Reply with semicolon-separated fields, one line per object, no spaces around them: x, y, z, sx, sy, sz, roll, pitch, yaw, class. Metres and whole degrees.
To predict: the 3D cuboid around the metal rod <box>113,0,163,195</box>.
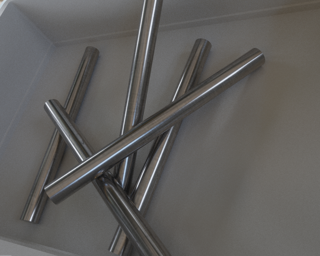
-0.025;-0.066;0.388;0.025;0.025;0.298;9;88;31;metal rod

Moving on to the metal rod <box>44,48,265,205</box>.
0.003;-0.009;0.368;0.301;0.025;0.025;-34;50;-11;metal rod

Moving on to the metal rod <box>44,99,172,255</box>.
-0.082;0.048;0.384;0.025;0.025;0.300;-44;51;-2;metal rod

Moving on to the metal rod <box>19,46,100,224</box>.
-0.148;-0.005;0.484;0.025;0.025;0.299;-2;61;27;metal rod

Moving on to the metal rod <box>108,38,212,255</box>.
0.008;0.010;0.394;0.025;0.025;0.300;10;66;32;metal rod
